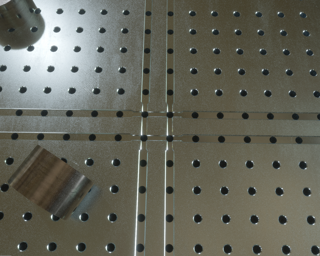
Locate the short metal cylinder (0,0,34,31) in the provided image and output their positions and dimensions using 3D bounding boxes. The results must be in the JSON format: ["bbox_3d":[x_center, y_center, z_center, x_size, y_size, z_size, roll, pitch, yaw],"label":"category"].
[{"bbox_3d":[-0.240,-0.196,0.468,0.081,0.050,0.080,0,70,0],"label":"short metal cylinder"}]

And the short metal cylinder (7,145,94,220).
[{"bbox_3d":[-0.124,0.063,0.359,0.080,0.080,0.050,31,73,10],"label":"short metal cylinder"}]
